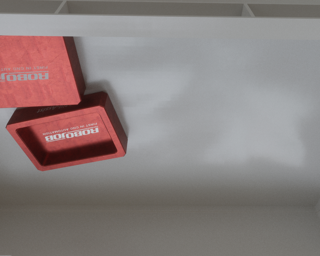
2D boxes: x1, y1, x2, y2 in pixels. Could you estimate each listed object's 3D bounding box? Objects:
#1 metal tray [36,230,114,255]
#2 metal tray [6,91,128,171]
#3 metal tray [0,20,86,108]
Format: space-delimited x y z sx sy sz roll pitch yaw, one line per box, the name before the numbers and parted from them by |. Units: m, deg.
metal tray | -0.164 0.242 0.612 0.131 0.030 0.089 -4 130 3
metal tray | -0.119 0.008 0.410 0.131 0.030 0.090 -11 130 9
metal tray | -0.159 -0.068 0.346 0.131 0.030 0.089 -3 130 2
